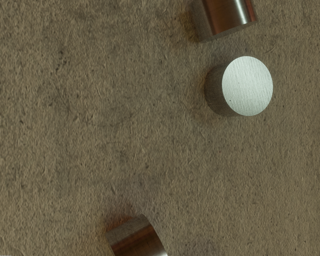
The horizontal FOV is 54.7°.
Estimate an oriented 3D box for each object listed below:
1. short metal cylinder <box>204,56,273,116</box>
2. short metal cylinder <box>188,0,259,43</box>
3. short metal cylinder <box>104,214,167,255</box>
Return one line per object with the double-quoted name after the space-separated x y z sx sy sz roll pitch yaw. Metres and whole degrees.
0.109 -0.056 0.436 0.081 0.050 0.080 0 90 -20 "short metal cylinder"
0.083 -0.151 0.410 0.081 0.080 0.050 -22 98 -19 "short metal cylinder"
-0.027 0.151 0.370 0.050 0.080 0.080 -24 98 -18 "short metal cylinder"
